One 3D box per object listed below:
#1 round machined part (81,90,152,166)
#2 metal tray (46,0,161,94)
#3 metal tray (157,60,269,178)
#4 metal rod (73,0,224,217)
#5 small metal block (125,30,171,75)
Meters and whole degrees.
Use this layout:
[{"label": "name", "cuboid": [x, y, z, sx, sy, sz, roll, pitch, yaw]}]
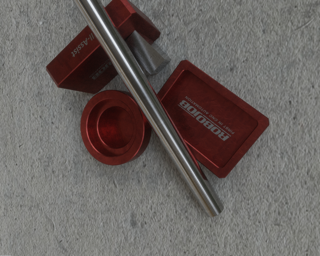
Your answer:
[{"label": "round machined part", "cuboid": [-0.054, -0.001, 0.415, 0.098, 0.042, 0.097, 2, 94, 25]}, {"label": "metal tray", "cuboid": [-0.069, -0.100, 0.398, 0.130, 0.090, 0.030, -39, 78, 15]}, {"label": "metal tray", "cuboid": [0.056, -0.012, 0.387, 0.130, 0.030, 0.090, 39, 102, 15]}, {"label": "metal rod", "cuboid": [-0.008, -0.021, 0.355, 0.025, 0.025, 0.299, -28, 103, 18]}, {"label": "small metal block", "cuboid": [-0.015, -0.096, 0.396, 0.050, 0.050, 0.025, 45, 107, -1]}]
